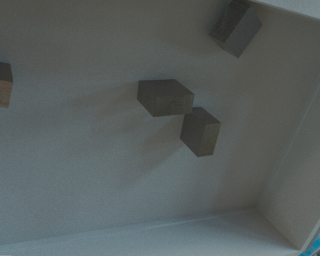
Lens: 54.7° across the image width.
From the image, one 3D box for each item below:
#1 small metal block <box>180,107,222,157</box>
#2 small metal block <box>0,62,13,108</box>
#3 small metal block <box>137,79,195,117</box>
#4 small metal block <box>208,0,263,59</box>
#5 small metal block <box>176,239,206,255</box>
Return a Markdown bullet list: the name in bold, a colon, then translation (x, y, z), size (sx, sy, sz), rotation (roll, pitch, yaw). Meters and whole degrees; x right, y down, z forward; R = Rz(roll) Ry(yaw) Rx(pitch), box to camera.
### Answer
- **small metal block**: translation (0.054, 0.004, 0.427), size (0.025, 0.050, 0.050), rotation (-5, 121, -26)
- **small metal block**: translation (-0.163, -0.043, 0.277), size (0.050, 0.050, 0.025), rotation (8, 115, -32)
- **small metal block**: translation (0.006, -0.038, 0.374), size (0.050, 0.050, 0.025), rotation (-7, 122, -26)
- **small metal block**: translation (0.093, -0.120, 0.377), size (0.050, 0.025, 0.050), rotation (-55, 148, 11)
- **small metal block**: translation (0.058, 0.247, 0.582), size (0.025, 0.050, 0.050), rotation (11, 113, -33)
